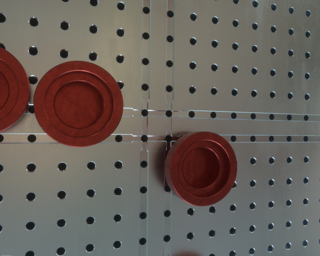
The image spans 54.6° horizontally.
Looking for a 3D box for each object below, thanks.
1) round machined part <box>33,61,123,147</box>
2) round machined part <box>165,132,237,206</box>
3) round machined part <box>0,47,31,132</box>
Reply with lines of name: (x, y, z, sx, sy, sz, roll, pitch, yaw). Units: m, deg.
round machined part: (-0.096, -0.027, 0.368, 0.099, 0.042, 0.097, 0, 90, -20)
round machined part: (0.052, 0.053, 0.423, 0.099, 0.042, 0.097, 0, 90, -20)
round machined part: (-0.192, -0.040, 0.333, 0.099, 0.042, 0.097, 0, 90, -20)
